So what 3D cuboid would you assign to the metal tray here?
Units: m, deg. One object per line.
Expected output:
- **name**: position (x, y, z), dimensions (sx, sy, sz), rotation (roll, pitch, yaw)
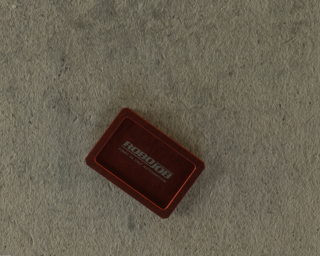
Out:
- **metal tray**: position (-0.019, 0.045, 0.408), dimensions (0.130, 0.030, 0.090), rotation (36, 90, -1)
